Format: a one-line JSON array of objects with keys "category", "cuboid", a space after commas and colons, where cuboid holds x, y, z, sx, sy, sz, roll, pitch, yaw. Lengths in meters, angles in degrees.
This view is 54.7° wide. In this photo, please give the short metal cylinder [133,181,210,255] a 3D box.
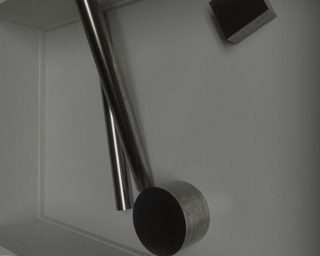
[{"category": "short metal cylinder", "cuboid": [0.013, 0.108, 0.378, 0.080, 0.050, 0.079, 0, 90, 39]}]

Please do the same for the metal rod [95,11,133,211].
[{"category": "metal rod", "cuboid": [-0.073, -0.030, 0.464, 0.025, 0.025, 0.298, -14, 81, 39]}]

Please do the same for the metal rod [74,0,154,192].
[{"category": "metal rod", "cuboid": [-0.057, -0.055, 0.373, 0.025, 0.025, 0.298, 2, 116, 40]}]

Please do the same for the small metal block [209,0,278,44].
[{"category": "small metal block", "cuboid": [0.088, -0.128, 0.333, 0.050, 0.025, 0.050, -32, 70, 35]}]
